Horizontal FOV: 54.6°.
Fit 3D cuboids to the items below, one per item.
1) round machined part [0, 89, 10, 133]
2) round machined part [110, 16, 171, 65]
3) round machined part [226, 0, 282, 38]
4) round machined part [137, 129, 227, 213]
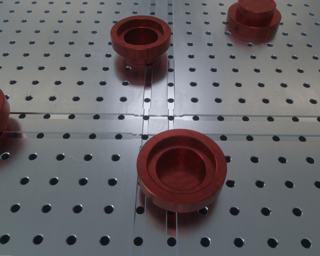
[{"bbox_3d":[-0.248,-0.013,0.406,0.099,0.042,0.098,0,50,0],"label":"round machined part"},{"bbox_3d":[-0.031,-0.143,0.517,0.099,0.042,0.098,0,50,0],"label":"round machined part"},{"bbox_3d":[0.176,-0.214,0.578,0.099,0.042,0.098,0,50,0],"label":"round machined part"},{"bbox_3d":[0.024,0.051,0.354,0.099,0.042,0.098,0,50,0],"label":"round machined part"}]
